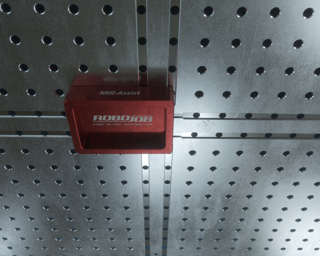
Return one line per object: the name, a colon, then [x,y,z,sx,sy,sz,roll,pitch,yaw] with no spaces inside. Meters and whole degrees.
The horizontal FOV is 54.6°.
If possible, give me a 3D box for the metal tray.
metal tray: [-0.048,-0.008,0.400,0.131,0.030,0.089,0,130,0]
